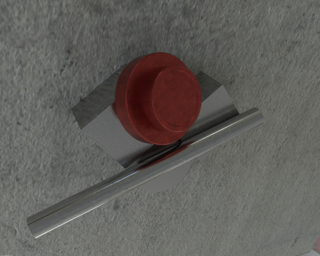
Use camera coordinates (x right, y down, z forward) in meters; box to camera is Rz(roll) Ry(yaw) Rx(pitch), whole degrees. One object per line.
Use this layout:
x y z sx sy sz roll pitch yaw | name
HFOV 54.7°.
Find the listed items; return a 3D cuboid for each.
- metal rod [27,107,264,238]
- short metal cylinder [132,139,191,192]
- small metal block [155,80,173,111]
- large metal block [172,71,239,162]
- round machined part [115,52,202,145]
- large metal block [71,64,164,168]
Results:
-0.005 0.046 0.370 0.302 0.025 0.025 -25 128 -13 | metal rod
-0.005 0.039 0.414 0.081 0.050 0.079 -14 125 -21 | short metal cylinder
0.011 -0.054 0.381 0.050 0.025 0.050 -40 130 -1 | small metal block
0.055 -0.015 0.415 0.080 0.050 0.080 -41 130 0 | large metal block
0.006 -0.030 0.326 0.099 0.042 0.097 -3 94 -40 | round machined part
-0.041 -0.012 0.362 0.080 0.050 0.080 -41 130 -1 | large metal block
